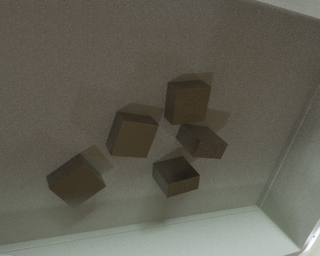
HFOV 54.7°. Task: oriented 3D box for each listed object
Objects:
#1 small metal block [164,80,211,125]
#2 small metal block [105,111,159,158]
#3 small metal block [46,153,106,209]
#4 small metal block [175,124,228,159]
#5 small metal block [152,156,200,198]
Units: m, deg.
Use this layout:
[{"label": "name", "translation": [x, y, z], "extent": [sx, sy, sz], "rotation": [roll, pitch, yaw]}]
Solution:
[{"label": "small metal block", "translation": [0.036, -0.034, 0.409], "extent": [0.050, 0.025, 0.050], "rotation": [-8, 122, -25]}, {"label": "small metal block", "translation": [-0.036, 0.009, 0.396], "extent": [0.050, 0.025, 0.050], "rotation": [8, 115, -32]}, {"label": "small metal block", "translation": [-0.106, 0.068, 0.394], "extent": [0.050, 0.025, 0.050], "rotation": [-36, 130, -5]}, {"label": "small metal block", "translation": [0.058, 0.018, 0.438], "extent": [0.050, 0.050, 0.025], "rotation": [8, 114, -32]}, {"label": "small metal block", "translation": [0.022, 0.070, 0.450], "extent": [0.050, 0.050, 0.025], "rotation": [-11, 123, -23]}]
